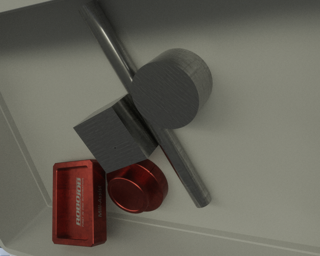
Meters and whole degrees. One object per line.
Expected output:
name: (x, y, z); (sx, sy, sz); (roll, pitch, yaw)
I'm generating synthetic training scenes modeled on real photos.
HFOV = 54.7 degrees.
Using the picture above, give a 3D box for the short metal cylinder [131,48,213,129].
short metal cylinder: (0.014, -0.045, 0.356); (0.080, 0.050, 0.079); (13, 124, 20)

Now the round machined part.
round machined part: (-0.041, 0.092, 0.474); (0.098, 0.042, 0.097); (13, 124, 20)

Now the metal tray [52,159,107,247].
metal tray: (-0.131, 0.119, 0.499); (0.090, 0.030, 0.129); (-9, 78, 30)

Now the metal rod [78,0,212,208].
metal rod: (-0.012, -0.019, 0.401); (0.025, 0.025, 0.299); (-20, 108, 35)

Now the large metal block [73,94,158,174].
large metal block: (-0.057, 0.007, 0.425); (0.080, 0.050, 0.080); (-23, 106, 36)
